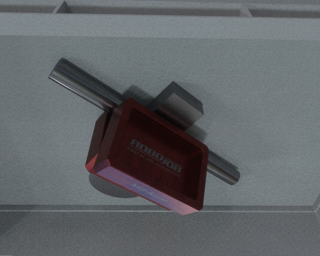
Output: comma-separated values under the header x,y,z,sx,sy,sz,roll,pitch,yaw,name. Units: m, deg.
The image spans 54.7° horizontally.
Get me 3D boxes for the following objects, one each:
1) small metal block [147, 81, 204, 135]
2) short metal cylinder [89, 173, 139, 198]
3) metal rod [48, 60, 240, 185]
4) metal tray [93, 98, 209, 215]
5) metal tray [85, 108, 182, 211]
x,y,z,sx,sy,sz,roll,pitch,yaw,name
0.018,-0.022,0.389,0.050,0.025,0.050,33,122,-26,small metal block
-0.052,0.055,0.429,0.080,0.050,0.080,4,137,4,short metal cylinder
-0.003,0.005,0.413,0.301,0.025,0.025,32,123,-25,metal rod
-0.003,0.035,0.361,0.131,0.090,0.030,32,140,-25,metal tray
-0.025,0.040,0.399,0.131,0.090,0.030,32,123,-25,metal tray
